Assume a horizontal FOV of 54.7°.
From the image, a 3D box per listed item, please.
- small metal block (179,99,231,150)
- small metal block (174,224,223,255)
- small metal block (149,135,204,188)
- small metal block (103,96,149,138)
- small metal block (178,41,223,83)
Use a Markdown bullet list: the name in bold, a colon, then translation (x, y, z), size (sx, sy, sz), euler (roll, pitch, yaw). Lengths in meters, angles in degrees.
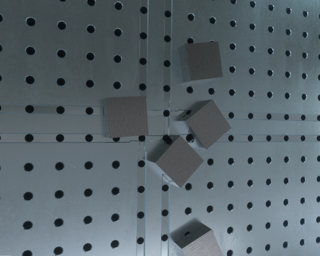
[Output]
- **small metal block**: translation (0.064, -0.005, 0.438), size (0.050, 0.025, 0.050), euler (-39, 103, -16)
- **small metal block**: translation (0.056, 0.173, 0.435), size (0.050, 0.025, 0.050), euler (-26, 99, -19)
- **small metal block**: translation (0.023, 0.045, 0.422), size (0.050, 0.025, 0.050), euler (47, 75, -15)
- **small metal block**: translation (-0.044, -0.014, 0.397), size (0.050, 0.025, 0.050), euler (-4, 92, -20)
- **small metal block**: translation (0.057, -0.092, 0.435), size (0.050, 0.025, 0.050), euler (-10, 94, -20)
